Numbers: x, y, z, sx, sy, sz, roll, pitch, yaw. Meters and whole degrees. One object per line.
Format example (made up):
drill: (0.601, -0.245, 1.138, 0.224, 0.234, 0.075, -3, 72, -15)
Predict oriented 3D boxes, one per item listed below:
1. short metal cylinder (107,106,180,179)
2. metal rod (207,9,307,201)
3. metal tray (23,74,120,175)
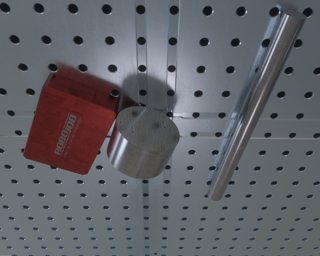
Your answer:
short metal cylinder: (-0.022, 0.017, 0.390, 0.081, 0.080, 0.050, 14, 129, -12)
metal rod: (0.113, -0.004, 0.409, 0.025, 0.025, 0.298, 7, 130, -6)
metal tray: (-0.119, 0.001, 0.408, 0.091, 0.030, 0.129, 20, 127, -17)
